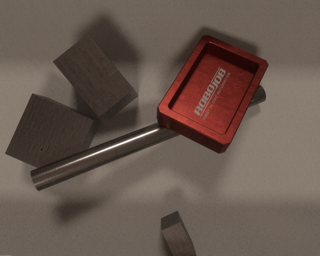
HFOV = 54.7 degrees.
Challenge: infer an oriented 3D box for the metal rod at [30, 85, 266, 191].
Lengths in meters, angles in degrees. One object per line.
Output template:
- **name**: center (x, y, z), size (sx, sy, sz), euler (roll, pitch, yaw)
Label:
- **metal rod**: center (-0.004, 0.007, 0.382), size (0.302, 0.025, 0.025), euler (-21, 90, -12)

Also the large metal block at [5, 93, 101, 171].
- **large metal block**: center (-0.133, 0.011, 0.397), size (0.080, 0.050, 0.080), euler (24, 90, -1)

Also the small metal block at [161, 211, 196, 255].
- **small metal block**: center (0.024, 0.141, 0.399), size (0.025, 0.050, 0.050), euler (-25, 90, 0)

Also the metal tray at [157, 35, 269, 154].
- **metal tray**: center (0.065, -0.045, 0.378), size (0.090, 0.030, 0.130), euler (27, 67, 9)

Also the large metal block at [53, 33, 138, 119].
- **large metal block**: center (-0.074, -0.059, 0.383), size (0.050, 0.080, 0.080), euler (-40, 91, 0)
